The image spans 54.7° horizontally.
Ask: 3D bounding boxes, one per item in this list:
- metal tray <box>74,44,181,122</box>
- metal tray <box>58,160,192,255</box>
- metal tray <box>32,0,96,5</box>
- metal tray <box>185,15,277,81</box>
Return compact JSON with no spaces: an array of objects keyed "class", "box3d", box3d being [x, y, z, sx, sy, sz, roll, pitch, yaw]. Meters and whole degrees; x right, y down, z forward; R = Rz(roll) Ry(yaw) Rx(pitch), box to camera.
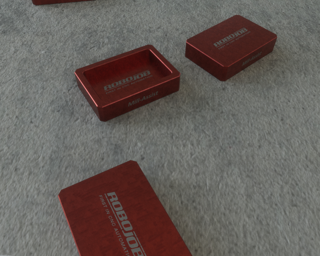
[{"class":"metal tray","box3d":[-0.047,-0.071,0.458,0.131,0.030,0.090,-25,55,-20]},{"class":"metal tray","box3d":[-0.038,0.103,0.313,0.091,0.030,0.130,-22,54,-18]},{"class":"metal tray","box3d":[-0.199,-0.298,0.647,0.131,0.030,0.090,-8,51,-8]},{"class":"metal tray","box3d":[0.118,-0.138,0.517,0.131,0.030,0.090,-33,58,-25]}]
